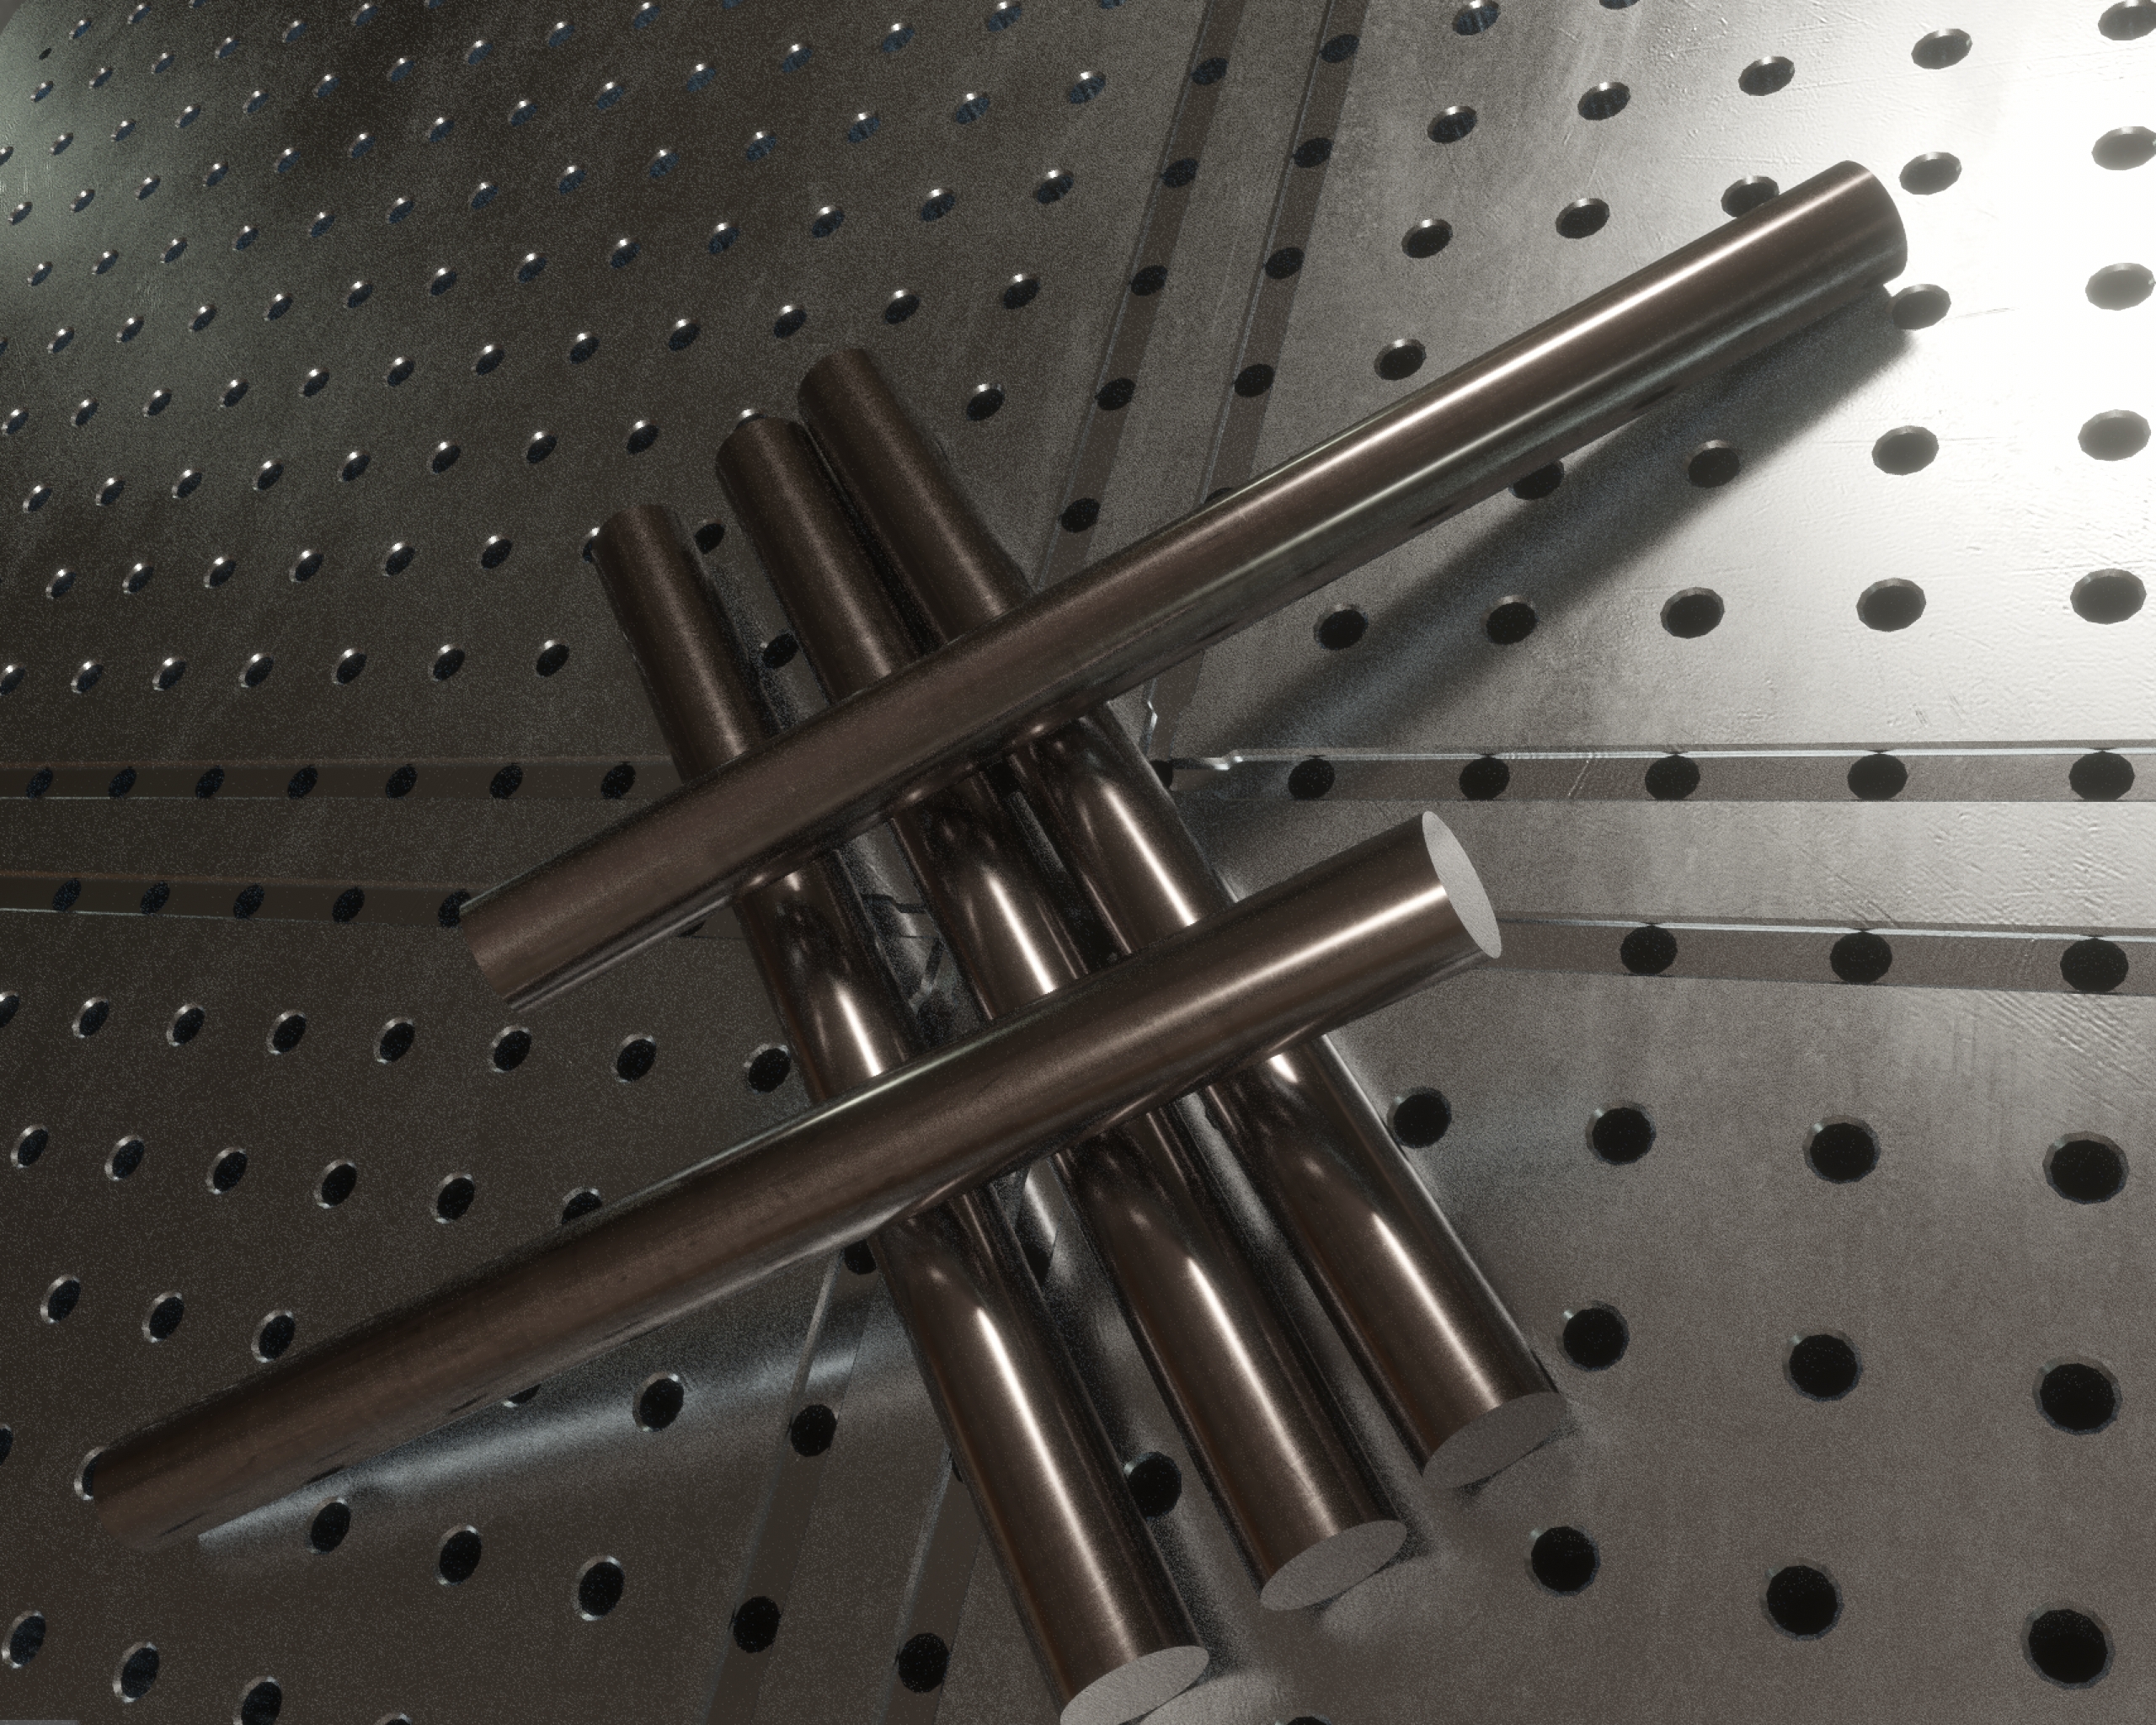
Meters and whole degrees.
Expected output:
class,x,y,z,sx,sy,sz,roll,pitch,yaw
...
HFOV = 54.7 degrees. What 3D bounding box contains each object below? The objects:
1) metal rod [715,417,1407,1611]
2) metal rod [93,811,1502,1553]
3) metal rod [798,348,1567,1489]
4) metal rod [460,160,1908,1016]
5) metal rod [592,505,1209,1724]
class,x,y,z,sx,sy,sz,roll,pitch,yaw
metal rod,-0.018,0.005,0.413,0.025,0.025,0.300,-34,52,6
metal rod,-0.066,0.066,0.374,0.300,0.025,0.025,-27,52,21
metal rod,0.004,-0.012,0.412,0.025,0.025,0.300,-35,52,5
metal rod,0.021,-0.053,0.402,0.301,0.025,0.025,-28,52,-1
metal rod,-0.049,0.026,0.416,0.025,0.025,0.300,-34,52,6
